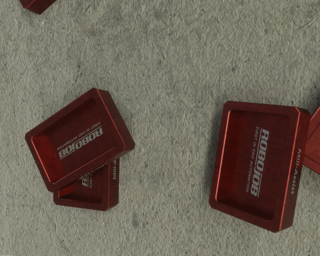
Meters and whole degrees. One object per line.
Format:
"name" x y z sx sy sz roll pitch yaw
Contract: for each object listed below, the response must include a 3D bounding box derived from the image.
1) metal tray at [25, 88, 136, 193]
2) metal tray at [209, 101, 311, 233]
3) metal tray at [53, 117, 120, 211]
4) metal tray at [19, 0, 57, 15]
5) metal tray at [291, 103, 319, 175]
"metal tray" -0.108 0.017 0.411 0.130 0.030 0.090 -30 80 17
"metal tray" 0.108 0.038 0.348 0.090 0.030 0.129 11 94 45
"metal tray" -0.105 0.047 0.443 0.090 0.030 0.129 2 91 20
"metal tray" -0.168 -0.248 0.466 0.130 0.030 0.090 -33 80 17
"metal tray" 0.213 -0.001 0.330 0.090 0.030 0.129 35 101 16
